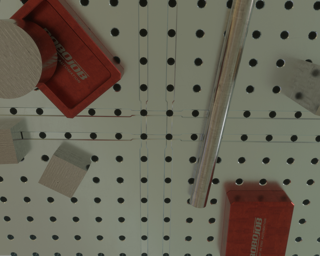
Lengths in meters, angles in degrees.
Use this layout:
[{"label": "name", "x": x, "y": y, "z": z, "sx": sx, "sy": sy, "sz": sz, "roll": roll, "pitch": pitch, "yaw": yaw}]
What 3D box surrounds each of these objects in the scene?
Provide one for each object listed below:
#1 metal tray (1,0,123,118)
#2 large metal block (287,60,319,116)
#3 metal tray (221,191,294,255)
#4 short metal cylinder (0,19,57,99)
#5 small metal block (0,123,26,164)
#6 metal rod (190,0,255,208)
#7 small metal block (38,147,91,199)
[{"label": "metal tray", "x": -0.120, "y": -0.087, "z": 0.377, "sx": 0.090, "sy": 0.030, "sz": 0.130, "roll": -37, "pitch": 106, "yaw": 12}, {"label": "large metal block", "x": 0.214, "y": -0.041, "z": 0.371, "sx": 0.080, "sy": 0.080, "sz": 0.050, "roll": 14, "pitch": 110, "yaw": -5}, {"label": "metal tray", "x": 0.144, "y": 0.159, "z": 0.471, "sx": 0.091, "sy": 0.030, "sz": 0.129, "roll": 0, "pitch": 110, "yaw": -1}, {"label": "short metal cylinder", "x": -0.160, "y": -0.077, "z": 0.338, "sx": 0.081, "sy": 0.050, "sz": 0.079, "roll": 0, "pitch": 110, "yaw": 0}, {"label": "small metal block", "x": -0.217, "y": 0.021, "z": 0.419, "sx": 0.050, "sy": 0.025, "sz": 0.050, "roll": -3, "pitch": 110, "yaw": 1}, {"label": "metal rod", "x": 0.078, "y": -0.028, "z": 0.403, "sx": 0.025, "sy": 0.025, "sz": 0.298, "roll": 8, "pitch": 110, "yaw": -3}, {"label": "small metal block", "x": -0.134, "y": 0.063, "z": 0.435, "sx": 0.050, "sy": 0.025, "sz": 0.050, "roll": 29, "pitch": 107, "yaw": -11}]
